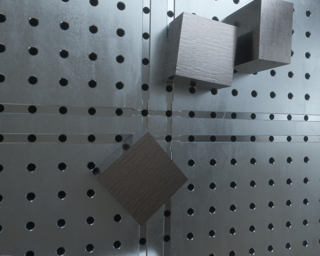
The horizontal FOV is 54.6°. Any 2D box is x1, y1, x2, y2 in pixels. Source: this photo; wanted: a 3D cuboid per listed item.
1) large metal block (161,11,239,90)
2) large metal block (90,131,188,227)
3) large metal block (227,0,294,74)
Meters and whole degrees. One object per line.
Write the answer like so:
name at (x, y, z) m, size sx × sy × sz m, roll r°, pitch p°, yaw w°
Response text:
large metal block at (0.053, -0.100, 0.418) m, size 0.081 × 0.050 × 0.080 m, roll 8°, pitch 87°, yaw -20°
large metal block at (-0.026, 0.060, 0.389) m, size 0.080 × 0.050 × 0.080 m, roll -43°, pitch 104°, yaw -15°
large metal block at (0.135, -0.125, 0.432) m, size 0.050 × 0.080 × 0.080 m, roll 3°, pitch 89°, yaw -20°
